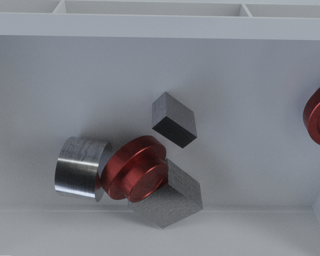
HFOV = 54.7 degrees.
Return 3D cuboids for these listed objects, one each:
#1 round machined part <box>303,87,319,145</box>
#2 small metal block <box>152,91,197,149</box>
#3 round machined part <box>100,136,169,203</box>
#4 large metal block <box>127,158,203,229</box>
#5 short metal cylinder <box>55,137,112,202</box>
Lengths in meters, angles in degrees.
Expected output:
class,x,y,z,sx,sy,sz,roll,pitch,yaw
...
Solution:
class,x,y,z,sx,sy,sz,roll,pitch,yaw
round machined part,0.226,-0.023,0.379,0.099,0.042,0.097,2,129,2
small metal block,0.017,-0.010,0.384,0.050,0.050,0.025,34,122,-26
round machined part,-0.027,0.061,0.414,0.099,0.042,0.097,-35,150,-23
large metal block,0.008,0.104,0.481,0.080,0.050,0.080,-34,123,25
short metal cylinder,-0.099,0.054,0.413,0.050,0.080,0.079,9,130,3
